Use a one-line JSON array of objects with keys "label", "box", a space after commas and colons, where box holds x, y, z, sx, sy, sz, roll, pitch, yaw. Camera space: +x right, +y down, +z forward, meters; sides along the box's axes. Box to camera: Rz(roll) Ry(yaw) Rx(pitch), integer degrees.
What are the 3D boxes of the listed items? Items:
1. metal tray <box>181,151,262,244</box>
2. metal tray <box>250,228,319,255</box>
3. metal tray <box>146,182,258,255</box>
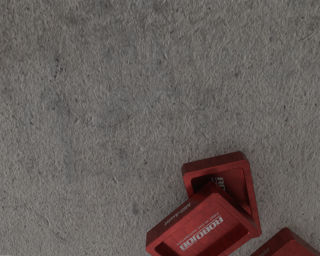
[{"label": "metal tray", "box": [0.089, 0.105, 0.446, 0.090, 0.030, 0.129, -14, 110, 5]}, {"label": "metal tray", "box": [0.187, 0.230, 0.494, 0.090, 0.030, 0.130, 39, 105, -13]}, {"label": "metal tray", "box": [0.055, 0.146, 0.428, 0.130, 0.030, 0.090, -43, 105, 14]}]
